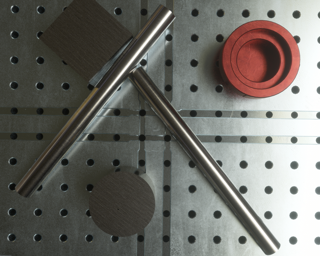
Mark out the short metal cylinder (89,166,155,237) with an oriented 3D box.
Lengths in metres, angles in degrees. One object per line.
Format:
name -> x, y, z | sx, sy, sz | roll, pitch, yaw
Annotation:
short metal cylinder -> -0.046, 0.092, 0.400 | 0.081, 0.050, 0.079 | 0, 90, -1

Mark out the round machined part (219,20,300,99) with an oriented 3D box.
round machined part -> 0.126, -0.086, 0.407 | 0.099, 0.042, 0.097 | 0, 90, -1

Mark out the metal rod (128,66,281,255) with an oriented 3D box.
metal rod -> 0.058, 0.044, 0.414 | 0.025, 0.025, 0.300 | -38, 91, 0

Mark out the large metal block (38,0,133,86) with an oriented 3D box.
large metal block -> -0.090, -0.111, 0.400 | 0.080, 0.050, 0.080 | 42, 90, 0

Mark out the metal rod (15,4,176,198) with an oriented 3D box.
metal rod -> -0.086, -0.031, 0.399 | 0.025, 0.025, 0.299 | 40, 95, -1
